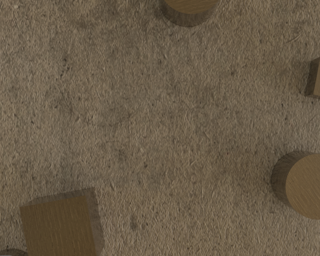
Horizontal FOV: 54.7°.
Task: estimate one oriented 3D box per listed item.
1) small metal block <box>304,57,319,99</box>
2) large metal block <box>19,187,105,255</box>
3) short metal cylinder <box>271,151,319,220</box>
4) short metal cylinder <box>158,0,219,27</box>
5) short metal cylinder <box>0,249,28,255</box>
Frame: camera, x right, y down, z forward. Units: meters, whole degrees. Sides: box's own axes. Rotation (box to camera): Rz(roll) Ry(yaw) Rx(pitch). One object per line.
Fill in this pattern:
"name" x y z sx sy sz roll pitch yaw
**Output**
"small metal block" 0.227 -0.063 0.412 0.050 0.025 0.050 11 90 0
"large metal block" -0.122 0.127 0.396 0.080 0.050 0.080 -10 90 0
"short metal cylinder" 0.192 0.071 0.399 0.081 0.050 0.079 0 90 0
"short metal cylinder" 0.038 -0.177 0.398 0.081 0.050 0.079 0 90 0
"short metal cylinder" -0.201 0.204 0.396 0.081 0.050 0.079 0 90 0
